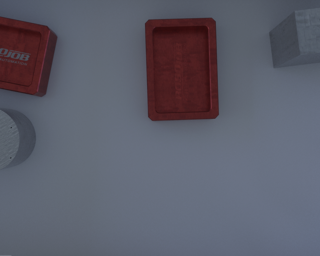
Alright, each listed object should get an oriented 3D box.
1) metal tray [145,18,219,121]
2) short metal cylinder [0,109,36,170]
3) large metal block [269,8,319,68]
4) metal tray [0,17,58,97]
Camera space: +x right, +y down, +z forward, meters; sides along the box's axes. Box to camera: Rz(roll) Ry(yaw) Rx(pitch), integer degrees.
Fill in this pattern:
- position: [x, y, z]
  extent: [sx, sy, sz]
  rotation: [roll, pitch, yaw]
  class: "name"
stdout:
- position: [0.028, -0.075, 0.409]
  extent: [0.091, 0.030, 0.129]
  rotation: [-2, 90, -1]
  class: "metal tray"
- position: [-0.209, 0.014, 0.396]
  extent: [0.081, 0.050, 0.079]
  rotation: [0, 90, -1]
  class: "short metal cylinder"
- position: [0.193, -0.112, 0.386]
  extent: [0.081, 0.080, 0.050]
  rotation: [-7, 90, 0]
  class: "large metal block"
- position: [-0.211, -0.097, 0.405]
  extent: [0.131, 0.030, 0.089]
  rotation: [11, 90, -1]
  class: "metal tray"
